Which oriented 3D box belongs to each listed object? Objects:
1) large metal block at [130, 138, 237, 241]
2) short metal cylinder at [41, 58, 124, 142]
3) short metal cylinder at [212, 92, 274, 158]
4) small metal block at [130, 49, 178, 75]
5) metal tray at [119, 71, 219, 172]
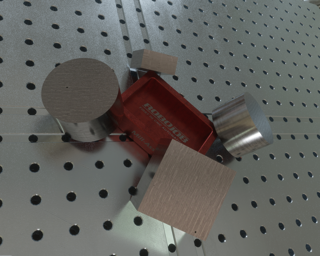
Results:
[{"bbox_3d":[0.024,0.065,0.343,0.080,0.050,0.080,28,83,-11],"label":"large metal block"},{"bbox_3d":[-0.083,-0.031,0.347,0.081,0.050,0.080,0,65,0],"label":"short metal cylinder"},{"bbox_3d":[0.117,-0.004,0.438,0.080,0.050,0.080,38,37,-35],"label":"short metal cylinder"},{"bbox_3d":[-0.010,-0.093,0.440,0.050,0.050,0.025,8,96,-24],"label":"small metal block"},{"bbox_3d":[0.007,-0.007,0.412,0.130,0.030,0.090,41,51,0],"label":"metal tray"}]
